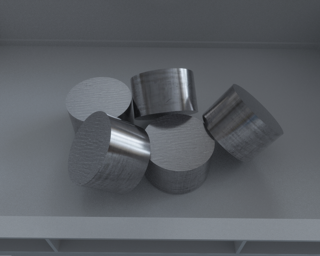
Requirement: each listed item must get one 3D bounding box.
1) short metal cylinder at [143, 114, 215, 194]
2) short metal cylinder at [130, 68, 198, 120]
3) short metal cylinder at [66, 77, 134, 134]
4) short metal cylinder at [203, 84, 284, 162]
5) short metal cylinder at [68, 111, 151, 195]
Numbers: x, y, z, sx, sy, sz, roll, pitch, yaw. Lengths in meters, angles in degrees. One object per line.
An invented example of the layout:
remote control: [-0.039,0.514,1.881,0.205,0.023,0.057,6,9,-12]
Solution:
short metal cylinder: [0.020,0.030,0.362,0.081,0.050,0.080,0,50,0]
short metal cylinder: [0.005,-0.040,0.391,0.081,0.080,0.050,-6,86,-6]
short metal cylinder: [-0.076,-0.021,0.402,0.081,0.050,0.080,0,50,0]
short metal cylinder: [0.097,-0.006,0.367,0.080,0.050,0.080,35,26,-19]
short metal cylinder: [-0.056,0.028,0.335,0.050,0.080,0.080,24,37,-38]
